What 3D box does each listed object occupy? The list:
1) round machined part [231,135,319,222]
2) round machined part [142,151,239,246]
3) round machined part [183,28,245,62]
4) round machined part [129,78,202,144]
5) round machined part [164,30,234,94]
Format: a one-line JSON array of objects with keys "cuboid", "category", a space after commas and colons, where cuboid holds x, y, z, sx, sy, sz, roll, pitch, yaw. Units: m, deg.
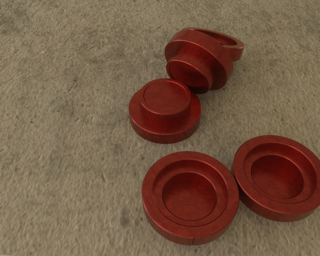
[{"cuboid": [0.128, 0.058, 0.345, 0.099, 0.042, 0.098, 0, 50, 0], "category": "round machined part"}, {"cuboid": [0.031, 0.076, 0.329, 0.099, 0.042, 0.098, 0, 50, 0], "category": "round machined part"}, {"cuboid": [0.077, -0.120, 0.480, 0.099, 0.042, 0.098, 10, 30, -6], "category": "round machined part"}, {"cuboid": [0.007, -0.030, 0.417, 0.099, 0.042, 0.098, 0, 50, 0], "category": "round machined part"}, {"cuboid": [0.048, -0.084, 0.430, 0.098, 0.098, 0.042, 26, 70, 20], "category": "round machined part"}]
